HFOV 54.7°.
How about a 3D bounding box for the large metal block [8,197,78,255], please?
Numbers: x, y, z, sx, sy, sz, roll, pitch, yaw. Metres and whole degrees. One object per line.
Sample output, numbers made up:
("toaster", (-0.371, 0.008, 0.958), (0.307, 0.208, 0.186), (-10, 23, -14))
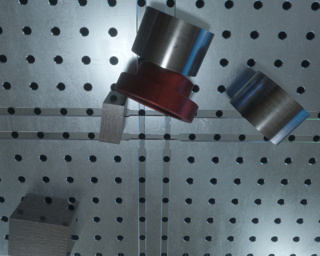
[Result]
("large metal block", (-0.170, 0.155, 0.455), (0.081, 0.050, 0.079), (10, 110, -4))

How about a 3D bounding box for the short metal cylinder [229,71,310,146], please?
("short metal cylinder", (0.131, -0.024, 0.377), (0.080, 0.080, 0.050), (39, 105, -13))

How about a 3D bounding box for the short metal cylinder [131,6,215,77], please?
("short metal cylinder", (0.014, -0.097, 0.349), (0.080, 0.080, 0.050), (20, 109, -8))

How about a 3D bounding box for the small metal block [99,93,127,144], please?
("small metal block", (-0.058, -0.013, 0.394), (0.025, 0.050, 0.050), (8, 110, -3))

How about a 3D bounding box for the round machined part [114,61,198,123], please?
("round machined part", (0.000, -0.044, 0.361), (0.098, 0.098, 0.042), (24, 89, -9))
